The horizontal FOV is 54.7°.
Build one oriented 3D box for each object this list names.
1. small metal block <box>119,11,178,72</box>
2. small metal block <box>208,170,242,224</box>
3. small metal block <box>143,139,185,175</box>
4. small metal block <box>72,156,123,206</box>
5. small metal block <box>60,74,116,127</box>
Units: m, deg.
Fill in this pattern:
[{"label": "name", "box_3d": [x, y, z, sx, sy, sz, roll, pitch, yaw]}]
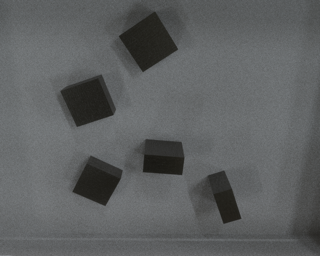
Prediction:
[{"label": "small metal block", "box_3d": [-0.013, -0.104, 0.373, 0.050, 0.025, 0.050, -31, 108, 10]}, {"label": "small metal block", "box_3d": [0.090, 0.096, 0.435, 0.025, 0.050, 0.050, -19, 109, 6]}, {"label": "small metal block", "box_3d": [0.004, 0.038, 0.412, 0.050, 0.050, 0.025, 5, 110, -2]}, {"label": "small metal block", "box_3d": [-0.088, 0.075, 0.438, 0.050, 0.025, 0.050, 27, 108, -10]}, {"label": "small metal block", "box_3d": [-0.091, -0.035, 0.397, 0.050, 0.025, 0.050, -18, 109, 6]}]
